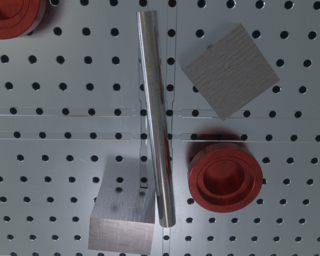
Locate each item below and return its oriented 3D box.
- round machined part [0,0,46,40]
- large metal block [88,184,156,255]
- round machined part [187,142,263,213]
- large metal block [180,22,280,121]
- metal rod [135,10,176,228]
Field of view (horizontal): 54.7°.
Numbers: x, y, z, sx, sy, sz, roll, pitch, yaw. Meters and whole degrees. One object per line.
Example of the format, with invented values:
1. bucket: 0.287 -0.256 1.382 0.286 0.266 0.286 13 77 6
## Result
1. round machined part: -0.177 -0.151 0.347 0.099 0.042 0.097 0 110 0
2. large metal block: -0.050 0.124 0.429 0.081 0.080 0.050 7 110 -3
3. round machined part: 0.087 0.065 0.429 0.099 0.042 0.097 0 110 0
4. large metal block: 0.081 -0.069 0.375 0.080 0.050 0.080 -37 106 12
5. metal rod: -0.003 0.003 0.414 0.025 0.025 0.298 -5 110 2
